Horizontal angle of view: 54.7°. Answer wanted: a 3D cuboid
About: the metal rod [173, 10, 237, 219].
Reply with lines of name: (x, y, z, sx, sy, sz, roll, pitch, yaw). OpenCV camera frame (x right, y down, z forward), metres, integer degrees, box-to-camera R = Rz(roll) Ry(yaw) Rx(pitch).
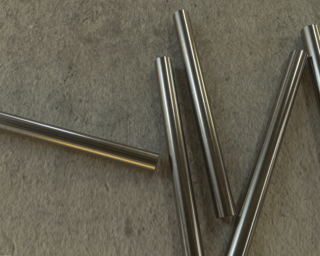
metal rod: (0.055, -0.033, 0.420, 0.025, 0.025, 0.299, -9, 70, -4)

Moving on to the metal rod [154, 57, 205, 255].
metal rod: (0.024, 0.044, 0.392, 0.025, 0.025, 0.299, -7, 70, -3)

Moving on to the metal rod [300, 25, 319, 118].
metal rod: (0.229, -0.007, 0.413, 0.025, 0.025, 0.299, -2, 70, -1)

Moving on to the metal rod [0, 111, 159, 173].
metal rod: (-0.149, 0.006, 0.403, 0.302, 0.025, 0.025, 15, 71, 5)

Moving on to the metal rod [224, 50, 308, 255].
metal rod: (0.143, 0.024, 0.401, 0.025, 0.025, 0.300, 22, 71, 7)
